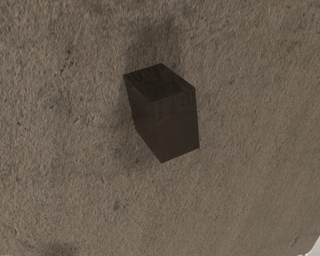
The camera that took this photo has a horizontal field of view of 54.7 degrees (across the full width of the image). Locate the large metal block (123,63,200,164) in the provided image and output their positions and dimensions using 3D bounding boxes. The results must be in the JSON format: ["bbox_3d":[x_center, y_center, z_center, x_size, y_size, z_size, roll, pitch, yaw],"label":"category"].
[{"bbox_3d":[0.002,-0.020,0.361,0.050,0.080,0.079,-21,127,-16],"label":"large metal block"}]
